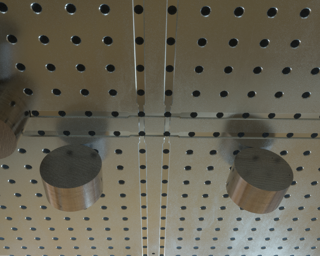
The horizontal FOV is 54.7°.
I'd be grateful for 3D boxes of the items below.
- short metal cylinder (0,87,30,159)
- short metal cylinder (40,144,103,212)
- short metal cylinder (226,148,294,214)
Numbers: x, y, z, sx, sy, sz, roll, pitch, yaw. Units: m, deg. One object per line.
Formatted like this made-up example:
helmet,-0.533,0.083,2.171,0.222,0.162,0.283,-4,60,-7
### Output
short metal cylinder,-0.212,-0.006,0.387,0.081,0.050,0.079,0,130,0
short metal cylinder,-0.121,0.068,0.432,0.081,0.080,0.050,3,130,-3
short metal cylinder,0.140,0.074,0.441,0.081,0.080,0.050,4,130,-4
